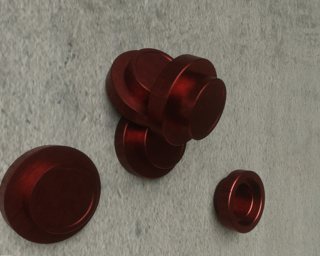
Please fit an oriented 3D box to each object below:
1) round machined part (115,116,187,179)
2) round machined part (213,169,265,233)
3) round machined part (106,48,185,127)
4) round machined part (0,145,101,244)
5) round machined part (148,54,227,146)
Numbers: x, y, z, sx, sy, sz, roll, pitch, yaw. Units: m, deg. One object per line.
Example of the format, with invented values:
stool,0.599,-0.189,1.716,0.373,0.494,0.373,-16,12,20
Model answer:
round machined part,-0.005,0.016,0.392,0.099,0.042,0.097,0,91,-40
round machined part,0.125,0.116,0.502,0.099,0.042,0.097,0,90,-40
round machined part,-0.009,-0.053,0.360,0.099,0.042,0.098,15,55,-22
round machined part,-0.102,0.066,0.310,0.099,0.042,0.097,0,90,-40
round machined part,0.035,-0.026,0.330,0.099,0.042,0.097,-33,136,-39
